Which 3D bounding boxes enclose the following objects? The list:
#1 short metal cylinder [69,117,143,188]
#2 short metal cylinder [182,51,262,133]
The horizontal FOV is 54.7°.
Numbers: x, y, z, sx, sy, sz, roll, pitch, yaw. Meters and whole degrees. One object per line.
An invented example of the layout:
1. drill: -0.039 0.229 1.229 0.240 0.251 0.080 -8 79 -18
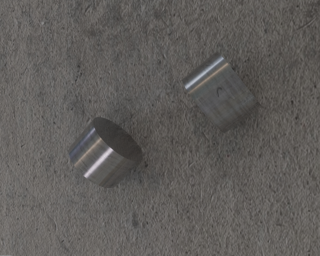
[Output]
1. short metal cylinder: -0.070 0.031 0.404 0.080 0.080 0.050 46 104 14
2. short metal cylinder: 0.070 -0.041 0.355 0.050 0.080 0.080 -39 78 16
